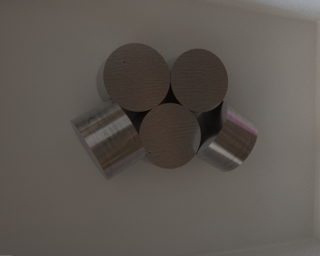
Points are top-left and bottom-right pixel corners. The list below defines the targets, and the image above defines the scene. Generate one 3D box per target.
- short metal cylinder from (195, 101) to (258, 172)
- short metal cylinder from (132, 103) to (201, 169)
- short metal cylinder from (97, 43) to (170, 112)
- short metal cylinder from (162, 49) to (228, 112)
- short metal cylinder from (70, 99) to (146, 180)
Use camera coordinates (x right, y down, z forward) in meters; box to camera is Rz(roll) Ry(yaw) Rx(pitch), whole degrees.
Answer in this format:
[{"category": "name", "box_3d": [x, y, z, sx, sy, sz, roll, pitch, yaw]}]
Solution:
[{"category": "short metal cylinder", "box_3d": [0.081, 0.011, 0.409, 0.050, 0.080, 0.080, 31, 80, -17]}, {"category": "short metal cylinder", "box_3d": [0.005, 0.009, 0.397, 0.081, 0.050, 0.080, 0, 90, -20]}, {"category": "short metal cylinder", "box_3d": [-0.034, -0.059, 0.383, 0.081, 0.050, 0.080, 0, 90, -20]}, {"category": "short metal cylinder", "box_3d": [0.042, -0.060, 0.411, 0.081, 0.050, 0.080, 0, 90, -20]}, {"category": "short metal cylinder", "box_3d": [-0.060, 0.013, 0.358, 0.050, 0.080, 0.080, -32, 101, -17]}]
